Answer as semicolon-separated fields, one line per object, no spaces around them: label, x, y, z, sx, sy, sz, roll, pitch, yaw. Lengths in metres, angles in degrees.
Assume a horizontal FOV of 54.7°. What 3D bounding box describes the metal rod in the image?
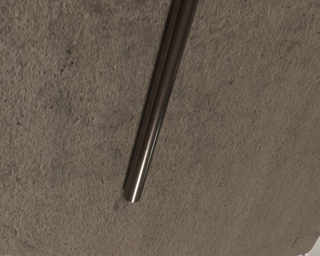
metal rod;-0.002;-0.032;0.387;0.025;0.025;0.298;2;118;-30
